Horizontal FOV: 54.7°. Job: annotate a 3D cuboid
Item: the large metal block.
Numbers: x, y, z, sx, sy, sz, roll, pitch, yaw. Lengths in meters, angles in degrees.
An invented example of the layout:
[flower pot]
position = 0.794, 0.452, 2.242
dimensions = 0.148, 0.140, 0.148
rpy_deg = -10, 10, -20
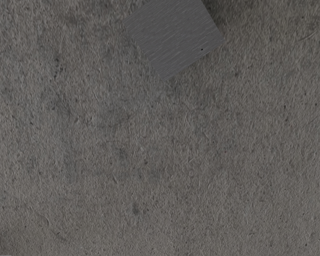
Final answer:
[large metal block]
position = 0.015, -0.112, 0.355
dimensions = 0.080, 0.050, 0.080
rpy_deg = -33, 107, 11
